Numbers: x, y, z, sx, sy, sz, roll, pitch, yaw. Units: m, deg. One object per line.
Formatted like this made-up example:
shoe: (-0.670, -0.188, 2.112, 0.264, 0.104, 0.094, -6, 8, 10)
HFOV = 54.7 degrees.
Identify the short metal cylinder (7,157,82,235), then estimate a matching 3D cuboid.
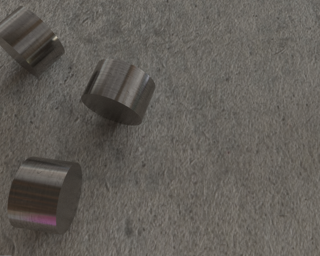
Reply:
short metal cylinder: (-0.126, 0.075, 0.350, 0.050, 0.080, 0.080, 8, 70, 3)

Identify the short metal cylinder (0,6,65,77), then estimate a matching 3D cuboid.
short metal cylinder: (-0.178, -0.115, 0.419, 0.080, 0.080, 0.050, 37, 74, 12)

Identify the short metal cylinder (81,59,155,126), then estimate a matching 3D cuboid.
short metal cylinder: (-0.052, -0.043, 0.394, 0.080, 0.080, 0.050, 18, 71, 6)
